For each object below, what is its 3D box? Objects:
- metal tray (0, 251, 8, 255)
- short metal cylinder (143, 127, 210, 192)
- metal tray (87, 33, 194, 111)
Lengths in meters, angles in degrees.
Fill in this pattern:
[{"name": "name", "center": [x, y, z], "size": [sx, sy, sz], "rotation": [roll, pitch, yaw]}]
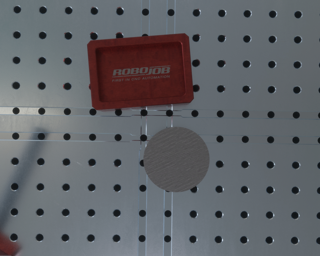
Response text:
[{"name": "metal tray", "center": [-0.273, 0.204, 0.396], "size": [0.090, 0.030, 0.130], "rotation": [33, 78, 0]}, {"name": "short metal cylinder", "center": [0.020, 0.038, 0.401], "size": [0.081, 0.050, 0.079], "rotation": [0, 90, 0]}, {"name": "metal tray", "center": [-0.025, -0.072, 0.410], "size": [0.131, 0.030, 0.089], "rotation": [-5, 90, 0]}]
